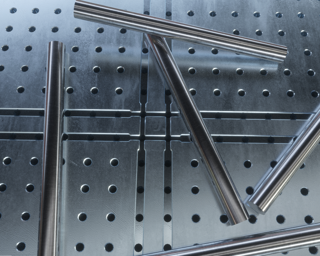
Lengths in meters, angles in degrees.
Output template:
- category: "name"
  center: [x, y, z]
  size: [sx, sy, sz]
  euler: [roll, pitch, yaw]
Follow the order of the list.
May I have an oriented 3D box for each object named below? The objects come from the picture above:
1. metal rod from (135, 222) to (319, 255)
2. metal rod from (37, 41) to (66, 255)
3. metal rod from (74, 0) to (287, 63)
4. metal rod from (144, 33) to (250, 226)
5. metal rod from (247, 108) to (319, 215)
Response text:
- category: "metal rod"
  center: [0.051, 0.147, 0.358]
  size: [0.302, 0.025, 0.025]
  euler: [-9, 70, -4]
- category: "metal rod"
  center: [-0.139, 0.020, 0.402]
  size: [0.025, 0.025, 0.299]
  euler: [-4, 70, -2]
- category: "metal rod"
  center: [0.032, -0.136, 0.439]
  size: [0.302, 0.025, 0.025]
  euler: [11, 70, -5]
- category: "metal rod"
  center: [0.042, -0.018, 0.418]
  size: [0.025, 0.025, 0.299]
  euler: [-20, 71, -8]
- category: "metal rod"
  center: [0.217, -0.007, 0.417]
  size: [0.025, 0.025, 0.301]
  euler: [40, 74, 13]
